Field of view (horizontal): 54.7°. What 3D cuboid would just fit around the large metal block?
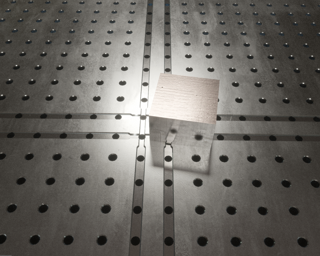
[{"bbox_3d":[0.033,-0.024,0.412,0.080,0.050,0.080,8,50,6],"label":"large metal block"}]
